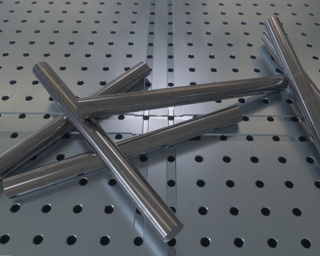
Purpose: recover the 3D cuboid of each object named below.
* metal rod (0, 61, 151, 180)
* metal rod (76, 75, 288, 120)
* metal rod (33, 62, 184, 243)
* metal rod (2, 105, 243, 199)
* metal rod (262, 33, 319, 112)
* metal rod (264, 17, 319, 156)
[{"bbox_3d":[-0.125,-0.008,0.413,0.025,0.025,0.301,35,58,25],"label":"metal rod"},{"bbox_3d":[0.045,-0.045,0.411,0.302,0.025,0.025,-9,50,-21],"label":"metal rod"},{"bbox_3d":[-0.078,0.007,0.367,0.025,0.025,0.300,-30,57,-23],"label":"metal rod"},{"bbox_3d":[-0.033,0.024,0.387,0.302,0.025,0.025,-18,52,-14],"label":"metal rod"},{"bbox_3d":[0.219,-0.046,0.447,0.025,0.025,0.300,-9,51,-7],"label":"metal rod"},{"bbox_3d":[0.199,-0.050,0.430,0.025,0.025,0.300,-4,56,-3],"label":"metal rod"}]
